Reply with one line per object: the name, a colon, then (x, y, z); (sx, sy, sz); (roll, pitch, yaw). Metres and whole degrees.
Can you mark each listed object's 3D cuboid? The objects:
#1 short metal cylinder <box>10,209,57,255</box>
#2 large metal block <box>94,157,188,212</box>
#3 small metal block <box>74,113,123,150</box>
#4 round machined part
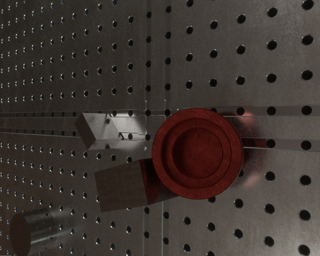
short metal cylinder: (-0.242, 0.198, 0.589); (0.080, 0.050, 0.079); (0, 90, 39)
large metal block: (-0.022, 0.069, 0.389); (0.080, 0.081, 0.050); (-20, 78, 38)
small metal block: (-0.093, 0.005, 0.467); (0.025, 0.050, 0.050); (-47, 62, 29)
round machined part: (0.044, 0.028, 0.348); (0.098, 0.042, 0.097); (-2, 85, 20)
